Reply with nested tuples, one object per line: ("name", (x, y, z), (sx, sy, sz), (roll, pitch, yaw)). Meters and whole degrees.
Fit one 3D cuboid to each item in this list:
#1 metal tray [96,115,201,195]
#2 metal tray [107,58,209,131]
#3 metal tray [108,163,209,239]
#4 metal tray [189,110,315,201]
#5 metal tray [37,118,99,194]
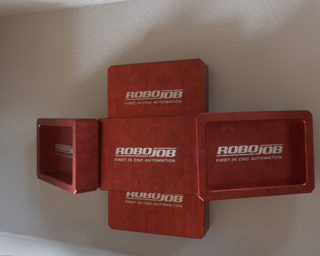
("metal tray", (-0.013, 0.031, 0.379), (0.130, 0.030, 0.089), (-1, 90, 19))
("metal tray", (-0.004, -0.039, 0.406), (0.130, 0.030, 0.089), (0, 90, 19))
("metal tray", (-0.003, 0.090, 0.406), (0.130, 0.030, 0.089), (0, 90, 19))
("metal tray", (0.100, 0.027, 0.338), (0.131, 0.030, 0.089), (-2, 90, -10))
("metal tray", (-0.129, 0.032, 0.419), (0.130, 0.030, 0.089), (2, 92, 49))
